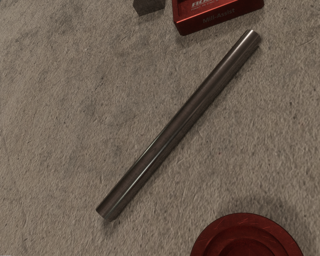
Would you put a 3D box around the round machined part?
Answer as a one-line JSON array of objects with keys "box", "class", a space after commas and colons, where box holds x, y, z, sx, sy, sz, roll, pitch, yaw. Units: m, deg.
[{"box": [0.078, 0.129, 0.273, 0.098, 0.042, 0.098, -13, 56, 20], "class": "round machined part"}]

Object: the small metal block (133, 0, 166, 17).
[{"box": [-0.018, -0.233, 0.555, 0.050, 0.025, 0.050, -9, 58, 23], "class": "small metal block"}]

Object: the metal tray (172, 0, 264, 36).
[{"box": [0.085, -0.203, 0.479, 0.130, 0.030, 0.090, -15, 56, 19], "class": "metal tray"}]

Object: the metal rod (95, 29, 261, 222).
[{"box": [0.028, -0.008, 0.392, 0.025, 0.025, 0.300, 34, 80, 38], "class": "metal rod"}]
